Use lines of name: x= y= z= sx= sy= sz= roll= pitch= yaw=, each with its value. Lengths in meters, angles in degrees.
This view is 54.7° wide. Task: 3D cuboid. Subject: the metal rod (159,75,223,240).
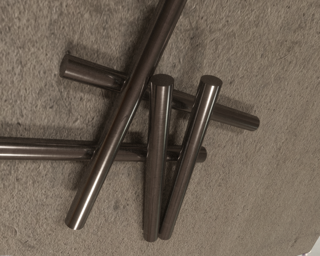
metal rod: x=0.032 y=0.063 z=0.435 sx=0.025 sy=0.025 sz=0.298 roll=-8 pitch=132 yaw=-25

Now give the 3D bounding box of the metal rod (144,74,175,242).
metal rod: x=-0.006 y=0.064 z=0.415 sx=0.025 sy=0.025 sz=0.298 roll=-14 pitch=134 yaw=-21

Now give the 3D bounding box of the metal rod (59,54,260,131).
metal rod: x=0.024 y=-0.035 z=0.399 sx=0.302 sy=0.025 sz=0.025 roll=13 pitch=112 yaw=-34

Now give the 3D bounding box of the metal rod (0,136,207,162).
metal rod: x=-0.066 y=0.029 z=0.389 sx=0.302 sy=0.025 sz=0.025 roll=5 pitch=116 yaw=-31

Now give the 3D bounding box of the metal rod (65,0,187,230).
metal rod: x=-0.044 y=-0.009 z=0.344 sx=0.025 sy=0.025 sz=0.298 roll=14 pitch=111 yaw=-34
